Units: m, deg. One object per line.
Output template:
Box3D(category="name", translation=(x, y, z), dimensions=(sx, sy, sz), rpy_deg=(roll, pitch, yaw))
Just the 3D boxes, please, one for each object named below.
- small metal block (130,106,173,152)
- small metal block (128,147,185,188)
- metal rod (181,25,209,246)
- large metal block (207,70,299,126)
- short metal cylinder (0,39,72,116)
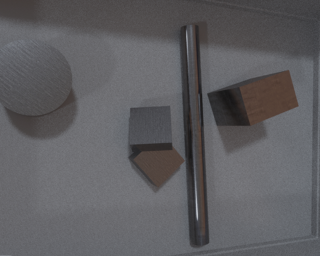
Box3D(category="small metal block", translation=(-0.011, 0.001, 0.389), dimensions=(0.050, 0.025, 0.050), rpy_deg=(-3, 65, 2))
Box3D(category="small metal block", translation=(-0.004, 0.041, 0.410), dimensions=(0.050, 0.025, 0.050), rpy_deg=(-43, 104, -15))
Box3D(category="metal rod", translation=(0.049, 0.010, 0.429), dimensions=(0.025, 0.025, 0.298), rpy_deg=(-3, 91, -20))
Box3D(category="large metal block", translation=(0.126, -0.039, 0.429), dimensions=(0.081, 0.080, 0.050), rpy_deg=(-20, 97, -19))
Box3D(category="short metal cylinder", translation=(-0.142, -0.053, 0.345), dimensions=(0.081, 0.050, 0.079), rpy_deg=(0, 90, -21))
